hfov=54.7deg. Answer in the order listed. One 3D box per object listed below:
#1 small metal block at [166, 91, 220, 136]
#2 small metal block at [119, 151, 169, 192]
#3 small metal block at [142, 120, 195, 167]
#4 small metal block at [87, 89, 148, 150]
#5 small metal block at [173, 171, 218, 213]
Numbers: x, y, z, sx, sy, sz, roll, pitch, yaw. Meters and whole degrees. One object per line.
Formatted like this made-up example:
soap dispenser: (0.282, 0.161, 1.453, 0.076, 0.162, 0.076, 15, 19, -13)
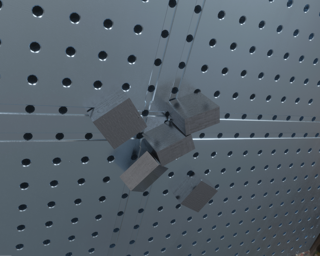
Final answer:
small metal block: (0.043, -0.021, 0.408, 0.050, 0.050, 0.025, -20, 127, -17)
small metal block: (-0.020, 0.061, 0.425, 0.050, 0.025, 0.050, -44, 160, 2)
small metal block: (0.011, 0.018, 0.413, 0.050, 0.050, 0.025, -27, 125, -12)
small metal block: (-0.051, -0.010, 0.378, 0.050, 0.025, 0.050, -35, 129, -6)
small metal block: (0.059, 0.106, 0.512, 0.050, 0.025, 0.050, -49, 129, 6)
